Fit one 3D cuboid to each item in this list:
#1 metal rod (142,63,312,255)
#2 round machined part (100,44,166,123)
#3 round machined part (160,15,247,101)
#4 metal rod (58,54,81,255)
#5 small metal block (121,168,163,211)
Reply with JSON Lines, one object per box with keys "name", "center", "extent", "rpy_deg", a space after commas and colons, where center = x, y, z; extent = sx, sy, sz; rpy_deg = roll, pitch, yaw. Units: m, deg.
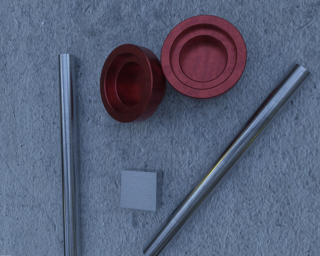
{"name": "metal rod", "center": [0.074, 0.051, 0.382], "extent": [0.025, 0.025, 0.299], "rpy_deg": [40, 102, 15]}
{"name": "round machined part", "center": [-0.031, -0.056, 0.399], "extent": [0.098, 0.042, 0.097], "rpy_deg": [2, 94, 42]}
{"name": "round machined part", "center": [0.053, -0.081, 0.376], "extent": [0.098, 0.042, 0.097], "rpy_deg": [0, 88, 10]}
{"name": "metal rod", "center": [-0.133, 0.043, 0.455], "extent": [0.025, 0.025, 0.298], "rpy_deg": [-2, 89, 20]}
{"name": "small metal block", "center": [-0.024, 0.082, 0.417], "extent": [0.050, 0.025, 0.050], "rpy_deg": [1, 90, 20]}
